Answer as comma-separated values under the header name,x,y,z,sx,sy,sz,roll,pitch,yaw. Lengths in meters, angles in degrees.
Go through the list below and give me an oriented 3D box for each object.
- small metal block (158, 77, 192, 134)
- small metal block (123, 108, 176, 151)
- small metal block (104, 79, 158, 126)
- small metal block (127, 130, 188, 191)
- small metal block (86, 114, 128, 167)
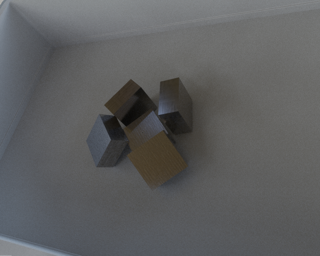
name,x,y,z,sx,sy,sz,roll,pitch,yaw
small metal block,0.021,-0.027,0.391,0.025,0.050,0.050,-10,57,21
small metal block,-0.016,0.011,0.403,0.050,0.025,0.050,-36,51,4
small metal block,-0.039,-0.030,0.424,0.050,0.050,0.025,-45,51,-3
small metal block,-0.002,0.037,0.364,0.050,0.025,0.050,-35,88,4
small metal block,-0.072,0.017,0.414,0.050,0.025,0.050,-58,45,29
